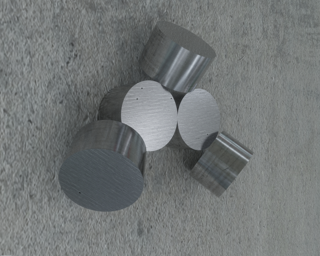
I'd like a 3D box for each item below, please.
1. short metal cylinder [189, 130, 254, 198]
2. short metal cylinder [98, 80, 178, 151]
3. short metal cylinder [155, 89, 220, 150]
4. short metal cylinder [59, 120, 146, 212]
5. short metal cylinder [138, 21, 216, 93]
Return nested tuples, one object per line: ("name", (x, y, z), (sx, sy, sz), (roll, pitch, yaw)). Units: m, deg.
("short metal cylinder", (0.085, 0.050, 0.434), (0.050, 0.080, 0.080), (38, 58, 12))
("short metal cylinder", (-0.026, -0.014, 0.368), (0.081, 0.050, 0.080), (0, 90, -40))
("short metal cylinder", (0.036, -0.011, 0.420), (0.081, 0.050, 0.080), (0, 90, -40))
("short metal cylinder", (-0.055, 0.039, 0.316), (0.080, 0.080, 0.050), (54, 19, -27))
("short metal cylinder", (0.021, -0.088, 0.380), (0.081, 0.080, 0.050), (2, 131, -40))
